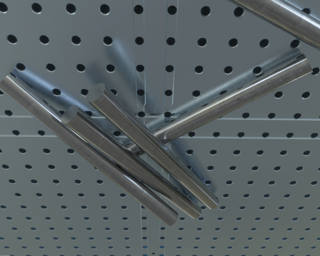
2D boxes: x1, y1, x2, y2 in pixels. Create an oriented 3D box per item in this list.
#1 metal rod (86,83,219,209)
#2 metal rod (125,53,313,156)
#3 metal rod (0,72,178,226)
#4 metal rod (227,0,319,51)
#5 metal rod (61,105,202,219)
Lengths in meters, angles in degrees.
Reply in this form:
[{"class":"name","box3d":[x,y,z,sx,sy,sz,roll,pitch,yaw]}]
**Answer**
[{"class":"metal rod","box3d":[0.011,0.044,0.419,0.025,0.025,0.300,-25,135,19]},{"class":"metal rod","box3d":[0.042,-0.010,0.403,0.300,0.025,0.025,-27,125,20]},{"class":"metal rod","box3d":[-0.082,0.041,0.416,0.025,0.025,0.300,-35,114,25]},{"class":"metal rod","box3d":[0.113,-0.119,0.311,0.302,0.025,0.025,20,127,-17]},{"class":"metal rod","box3d":[-0.019,0.065,0.439,0.025,0.025,0.300,-26,134,20]}]
